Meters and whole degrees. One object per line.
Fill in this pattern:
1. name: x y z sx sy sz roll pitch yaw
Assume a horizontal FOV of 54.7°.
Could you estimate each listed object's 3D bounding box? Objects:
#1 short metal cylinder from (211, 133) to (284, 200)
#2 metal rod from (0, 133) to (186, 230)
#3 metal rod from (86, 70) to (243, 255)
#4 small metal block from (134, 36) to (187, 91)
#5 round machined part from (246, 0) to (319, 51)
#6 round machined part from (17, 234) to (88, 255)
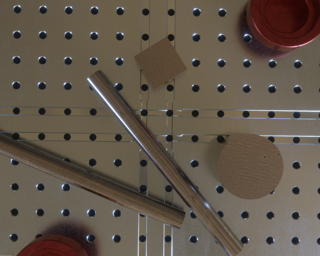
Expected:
1. short metal cylinder: 0.110 0.047 0.402 0.081 0.050 0.080 0 90 0
2. metal rod: -0.110 0.064 0.412 0.301 0.025 0.025 23 90 0
3. metal rod: 0.007 0.047 0.413 0.025 0.025 0.300 -39 90 0
4. small metal block: 0.001 -0.084 0.413 0.050 0.025 0.050 -32 90 0
5. round machined part: 0.162 -0.149 0.406 0.099 0.042 0.097 0 90 0
6. round machined part: -0.138 0.187 0.404 0.099 0.042 0.097 0 90 0
